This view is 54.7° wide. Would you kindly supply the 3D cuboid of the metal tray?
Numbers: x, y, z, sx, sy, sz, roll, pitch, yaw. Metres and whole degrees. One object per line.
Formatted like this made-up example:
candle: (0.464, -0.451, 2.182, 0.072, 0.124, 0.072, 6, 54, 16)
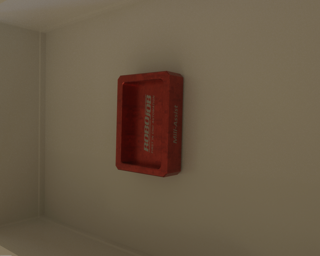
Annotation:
metal tray: (-0.016, -0.006, 0.411, 0.090, 0.030, 0.129, 2, 91, 39)
